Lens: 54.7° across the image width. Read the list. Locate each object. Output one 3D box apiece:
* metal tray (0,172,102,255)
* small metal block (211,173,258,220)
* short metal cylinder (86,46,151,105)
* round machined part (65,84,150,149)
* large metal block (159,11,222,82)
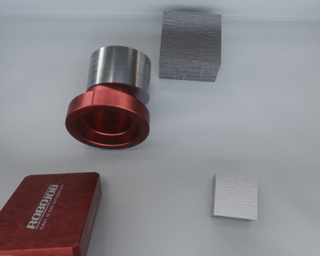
[{"bbox_3d":[-0.116,0.093,0.325,0.091,0.130,0.030,-2,111,-1],"label":"metal tray"},{"bbox_3d":[0.091,0.085,0.380,0.050,0.025,0.050,7,70,2],"label":"small metal block"},{"bbox_3d":[-0.053,-0.063,0.403,0.081,0.080,0.050,2,70,0],"label":"short metal cylinder"},{"bbox_3d":[-0.061,-0.016,0.378,0.099,0.098,0.042,1,57,0],"label":"round machined part"},{"bbox_3d":[0.042,-0.115,0.439,0.081,0.050,0.080,4,70,1],"label":"large metal block"}]
